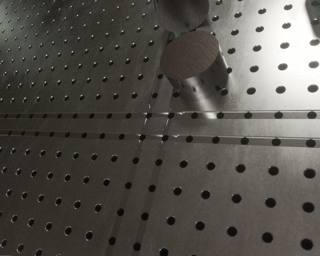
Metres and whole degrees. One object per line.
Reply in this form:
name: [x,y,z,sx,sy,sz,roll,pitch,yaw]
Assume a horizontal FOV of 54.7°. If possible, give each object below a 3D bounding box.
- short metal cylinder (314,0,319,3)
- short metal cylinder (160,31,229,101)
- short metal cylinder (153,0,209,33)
short metal cylinder: [0.221,-0.202,0.381,0.080,0.080,0.050,-11,57,22]
short metal cylinder: [0.047,-0.083,0.418,0.080,0.050,0.080,-13,56,20]
short metal cylinder: [0.031,-0.195,0.475,0.080,0.080,0.050,-20,54,16]
